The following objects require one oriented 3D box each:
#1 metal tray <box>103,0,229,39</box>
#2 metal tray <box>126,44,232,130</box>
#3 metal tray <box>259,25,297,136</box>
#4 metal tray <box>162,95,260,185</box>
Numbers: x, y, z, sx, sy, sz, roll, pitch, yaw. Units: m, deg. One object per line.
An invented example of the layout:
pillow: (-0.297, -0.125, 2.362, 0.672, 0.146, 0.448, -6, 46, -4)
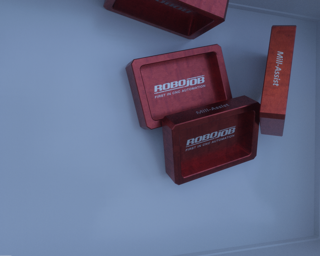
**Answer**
metal tray: (0.005, -0.153, 0.377, 0.131, 0.090, 0.030, 14, 86, -20)
metal tray: (0.029, -0.056, 0.417, 0.131, 0.030, 0.089, -15, 95, -19)
metal tray: (0.162, -0.062, 0.427, 0.030, 0.090, 0.130, 7, 76, 21)
metal tray: (0.070, 0.015, 0.415, 0.131, 0.030, 0.089, -15, 120, -19)
